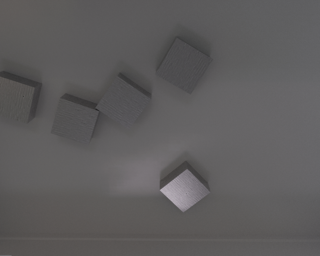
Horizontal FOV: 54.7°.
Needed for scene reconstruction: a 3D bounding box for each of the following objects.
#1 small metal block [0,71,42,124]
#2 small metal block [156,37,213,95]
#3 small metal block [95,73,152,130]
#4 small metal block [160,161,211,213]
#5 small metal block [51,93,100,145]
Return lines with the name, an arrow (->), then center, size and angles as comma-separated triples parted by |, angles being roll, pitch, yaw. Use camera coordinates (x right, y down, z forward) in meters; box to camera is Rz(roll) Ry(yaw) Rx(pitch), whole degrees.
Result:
small metal block -> -0.185, -0.039, 0.395 | 0.050, 0.025, 0.050 | 18, 109, -7
small metal block -> 0.029, -0.077, 0.383 | 0.050, 0.025, 0.050 | 28, 108, -10
small metal block -> -0.046, -0.035, 0.398 | 0.050, 0.025, 0.050 | 34, 106, -12
small metal block -> 0.035, 0.084, 0.442 | 0.050, 0.025, 0.050 | -40, 106, 13
small metal block -> -0.109, -0.012, 0.406 | 0.050, 0.025, 0.050 | 19, 109, -7
